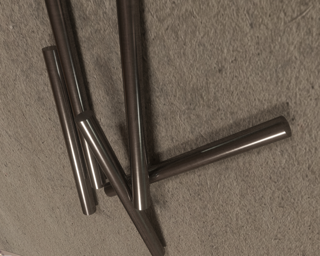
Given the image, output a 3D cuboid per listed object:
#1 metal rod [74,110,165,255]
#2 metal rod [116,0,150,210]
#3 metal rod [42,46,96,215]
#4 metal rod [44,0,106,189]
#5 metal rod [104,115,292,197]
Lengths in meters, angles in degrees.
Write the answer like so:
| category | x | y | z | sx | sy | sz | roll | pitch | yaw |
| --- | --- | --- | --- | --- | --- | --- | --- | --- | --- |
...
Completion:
| category | x | y | z | sx | sy | sz | roll | pitch | yaw |
| --- | --- | --- | --- | --- | --- | --- | --- | --- | --- |
| metal rod | -0.048 | 0.102 | 0.461 | 0.025 | 0.025 | 0.299 | -1 | 128 | 28 |
| metal rod | -0.031 | -0.024 | 0.387 | 0.025 | 0.025 | 0.298 | 9 | 117 | 23 |
| metal rod | -0.137 | 0.021 | 0.489 | 0.025 | 0.025 | 0.298 | 10 | 123 | 22 |
| metal rod | -0.115 | -0.036 | 0.442 | 0.025 | 0.025 | 0.298 | 8 | 122 | 23 |
| metal rod | 0.027 | 0.050 | 0.422 | 0.299 | 0.025 | 0.025 | -25 | 105 | 36 |
